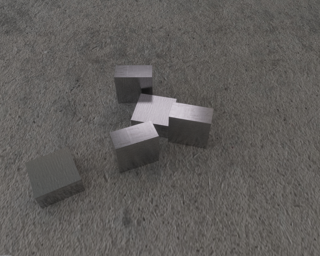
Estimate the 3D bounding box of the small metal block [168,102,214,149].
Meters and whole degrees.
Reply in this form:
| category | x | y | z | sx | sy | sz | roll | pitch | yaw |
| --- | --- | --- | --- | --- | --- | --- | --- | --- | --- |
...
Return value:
| category | x | y | z | sx | sy | sz | roll | pitch | yaw |
| --- | --- | --- | --- | --- | --- | --- | --- | --- | --- |
| small metal block | 0.038 | -0.003 | 0.389 | 0.050 | 0.050 | 0.025 | 10 | 51 | 8 |

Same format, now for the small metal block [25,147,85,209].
| category | x | y | z | sx | sy | sz | roll | pitch | yaw |
| --- | --- | --- | --- | --- | --- | --- | --- | --- | --- |
| small metal block | -0.120 | 0.056 | 0.355 | 0.050 | 0.025 | 0.050 | -21 | 53 | -17 |

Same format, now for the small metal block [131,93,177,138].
| category | x | y | z | sx | sy | sz | roll | pitch | yaw |
| --- | --- | --- | --- | --- | --- | --- | --- | --- | --- |
| small metal block | -0.007 | -0.017 | 0.417 | 0.050 | 0.025 | 0.050 | 10 | 51 | 8 |

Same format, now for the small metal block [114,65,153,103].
| category | x | y | z | sx | sy | sz | roll | pitch | yaw |
| --- | --- | --- | --- | --- | --- | --- | --- | --- | --- |
| small metal block | -0.036 | -0.061 | 0.438 | 0.050 | 0.050 | 0.025 | 0 | 50 | 0 |

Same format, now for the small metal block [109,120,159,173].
| category | x | y | z | sx | sy | sz | roll | pitch | yaw |
| --- | --- | --- | --- | --- | --- | --- | --- | --- | --- |
| small metal block | -0.029 | 0.023 | 0.367 | 0.050 | 0.050 | 0.025 | -17 | 52 | -14 |
